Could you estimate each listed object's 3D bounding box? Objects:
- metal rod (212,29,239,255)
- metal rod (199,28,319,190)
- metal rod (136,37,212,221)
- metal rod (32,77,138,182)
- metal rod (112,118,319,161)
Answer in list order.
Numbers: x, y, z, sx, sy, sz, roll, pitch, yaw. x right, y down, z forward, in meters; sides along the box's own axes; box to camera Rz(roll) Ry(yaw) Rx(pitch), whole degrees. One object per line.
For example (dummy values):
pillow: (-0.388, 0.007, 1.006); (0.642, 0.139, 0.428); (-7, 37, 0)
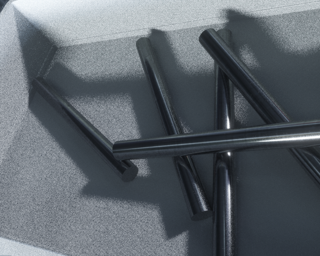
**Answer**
metal rod: (0.076, -0.001, 0.366); (0.025, 0.025, 0.299); (-8, 58, 24)
metal rod: (0.124, -0.011, 0.328); (0.025, 0.025, 0.299); (-33, 57, 6)
metal rod: (0.009, -0.023, 0.414); (0.025, 0.025, 0.299); (-26, 52, 12)
metal rod: (-0.131, -0.013, 0.482); (0.025, 0.025, 0.300); (-48, 51, -6)
metal rod: (0.078, 0.012, 0.315); (0.300, 0.025, 0.025); (-7, 59, 29)
